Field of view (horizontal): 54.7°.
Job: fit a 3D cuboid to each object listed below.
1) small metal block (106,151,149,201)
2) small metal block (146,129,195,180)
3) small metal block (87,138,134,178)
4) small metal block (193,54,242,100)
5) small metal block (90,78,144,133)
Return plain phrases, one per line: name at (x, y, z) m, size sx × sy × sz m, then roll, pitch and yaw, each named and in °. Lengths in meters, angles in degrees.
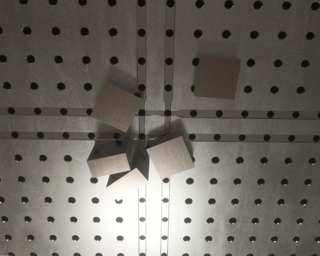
small metal block at (-0.043, 0.065, 0.423) m, size 0.050 × 0.050 × 0.025 m, roll -35°, pitch 107°, yaw 11°
small metal block at (0.015, 0.036, 0.427) m, size 0.050 × 0.025 × 0.050 m, roll -21°, pitch 109°, yaw 7°
small metal block at (-0.065, 0.039, 0.414) m, size 0.050 × 0.050 × 0.025 m, roll -12°, pitch 110°, yaw 4°
small metal block at (0.070, -0.065, 0.391) m, size 0.050 × 0.025 × 0.050 m, roll 5°, pitch 110°, yaw -3°
small metal block at (-0.055, -0.030, 0.402) m, size 0.050 × 0.025 × 0.050 m, roll 26°, pitch 108°, yaw -10°
